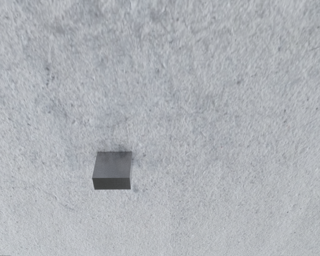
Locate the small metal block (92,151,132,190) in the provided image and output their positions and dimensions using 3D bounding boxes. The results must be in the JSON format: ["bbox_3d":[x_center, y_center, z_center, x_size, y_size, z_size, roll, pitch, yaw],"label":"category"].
[{"bbox_3d":[-0.066,0.060,0.441,0.050,0.050,0.025,0,130,0],"label":"small metal block"}]
